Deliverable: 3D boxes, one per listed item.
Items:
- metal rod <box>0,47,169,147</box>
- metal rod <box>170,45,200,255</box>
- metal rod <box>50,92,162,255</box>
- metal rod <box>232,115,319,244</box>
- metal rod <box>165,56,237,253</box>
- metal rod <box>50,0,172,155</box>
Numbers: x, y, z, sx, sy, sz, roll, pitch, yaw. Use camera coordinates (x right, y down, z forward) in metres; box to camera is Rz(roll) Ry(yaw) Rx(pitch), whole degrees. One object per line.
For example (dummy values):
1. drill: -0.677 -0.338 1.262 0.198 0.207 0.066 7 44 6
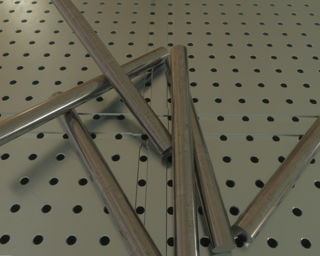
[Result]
1. metal rod: -0.096 -0.052 0.424 0.025 0.025 0.302 36 50 26
2. metal rod: 0.027 0.014 0.372 0.025 0.025 0.300 0 57 0
3. metal rod: -0.067 0.056 0.360 0.025 0.025 0.300 -25 54 -20
4. metal rod: 0.185 0.024 0.388 0.025 0.025 0.301 35 58 26
5. metal rod: 0.042 0.006 0.402 0.025 0.025 0.300 -6 50 -5
6. metal rod: -0.074 -0.090 0.425 0.025 0.025 0.299 -30 74 -23
